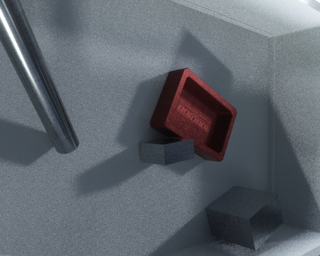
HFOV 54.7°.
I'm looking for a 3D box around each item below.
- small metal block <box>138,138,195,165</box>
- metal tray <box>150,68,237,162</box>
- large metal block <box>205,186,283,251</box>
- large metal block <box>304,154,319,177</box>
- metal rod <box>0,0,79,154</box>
[{"bbox_3d":[0.008,0.029,0.399,0.050,0.050,0.025,-8,96,-40],"label":"small metal block"},{"bbox_3d":[0.054,-0.015,0.450,0.130,0.030,0.090,32,70,-36],"label":"metal tray"},{"bbox_3d":[0.132,0.136,0.485,0.081,0.080,0.050,-24,105,-38],"label":"large metal block"},{"bbox_3d":[0.389,0.088,0.704,0.081,0.080,0.050,8,85,-40],"label":"large metal block"},{"bbox_3d":[-0.116,-0.090,0.227,0.025,0.025,0.298,-43,142,-31],"label":"metal rod"}]
